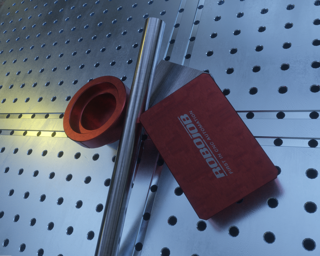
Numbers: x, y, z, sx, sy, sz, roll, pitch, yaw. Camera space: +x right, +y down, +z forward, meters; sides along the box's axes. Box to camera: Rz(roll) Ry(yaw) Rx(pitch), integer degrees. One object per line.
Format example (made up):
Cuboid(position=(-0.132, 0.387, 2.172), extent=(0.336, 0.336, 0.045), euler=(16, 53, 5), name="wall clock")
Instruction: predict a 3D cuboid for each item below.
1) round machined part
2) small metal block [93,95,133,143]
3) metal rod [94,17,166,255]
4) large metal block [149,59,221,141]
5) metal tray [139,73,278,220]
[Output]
Cuboid(position=(-0.075, -0.017, 0.407), extent=(0.098, 0.042, 0.098), euler=(-15, 55, 23), name="round machined part")
Cuboid(position=(-0.069, -0.013, 0.449), extent=(0.050, 0.025, 0.050), euler=(-20, 54, 16), name="small metal block")
Cuboid(position=(-0.034, 0.015, 0.362), extent=(0.025, 0.025, 0.299), euler=(6, 80, 31), name="metal rod")
Cuboid(position=(0.020, -0.033, 0.398), extent=(0.080, 0.050, 0.080), euler=(25, 75, 36), name="large metal block")
Cuboid(position=(0.049, 0.018, 0.331), extent=(0.090, 0.030, 0.130), euler=(-34, 76, 6), name="metal tray")
